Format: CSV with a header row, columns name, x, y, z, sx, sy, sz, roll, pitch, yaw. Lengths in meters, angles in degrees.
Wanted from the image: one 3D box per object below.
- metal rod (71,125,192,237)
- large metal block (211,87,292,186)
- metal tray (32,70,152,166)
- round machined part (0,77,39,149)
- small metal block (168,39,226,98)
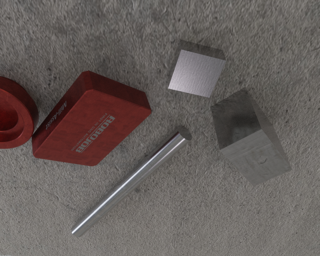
name,x,y,z,sx,sy,sz,roll,pitch,yaw
metal rod,-0.058,0.097,0.488,0.025,0.025,0.299,31,124,-24
large metal block,0.110,0.011,0.382,0.050,0.080,0.080,-31,124,23
metal tray,-0.085,-0.004,0.379,0.091,0.030,0.129,17,132,-42
round machined part,-0.197,-0.024,0.374,0.099,0.042,0.097,0,130,0
small metal block,0.040,-0.067,0.351,0.050,0.025,0.050,11,129,-10
